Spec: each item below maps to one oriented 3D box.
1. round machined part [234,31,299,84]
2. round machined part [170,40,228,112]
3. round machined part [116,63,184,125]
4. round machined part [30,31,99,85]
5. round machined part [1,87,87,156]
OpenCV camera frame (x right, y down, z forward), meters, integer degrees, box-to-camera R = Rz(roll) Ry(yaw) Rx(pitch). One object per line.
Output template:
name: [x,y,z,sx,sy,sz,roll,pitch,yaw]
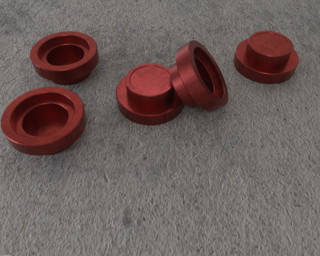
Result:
round machined part: [0.170,-0.118,0.492,0.099,0.042,0.098,0,50,0]
round machined part: [0.050,-0.067,0.425,0.042,0.098,0.098,-26,42,30]
round machined part: [-0.013,-0.054,0.437,0.099,0.042,0.098,0,50,0]
round machined part: [-0.144,-0.104,0.478,0.099,0.042,0.098,0,50,0]
round machined part: [-0.143,-0.004,0.395,0.099,0.042,0.098,0,50,0]
